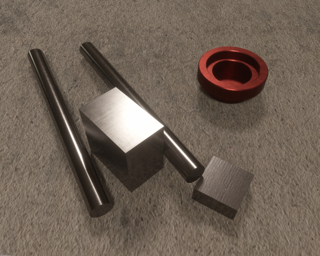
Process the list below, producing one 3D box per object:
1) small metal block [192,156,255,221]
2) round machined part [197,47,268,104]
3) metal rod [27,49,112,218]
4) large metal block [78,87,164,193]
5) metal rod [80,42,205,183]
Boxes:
[{"bbox_3d":[0.071,0.066,0.348,0.050,0.025,0.050,25,54,19],"label":"small metal block"},{"bbox_3d":[0.104,-0.074,0.456,0.099,0.042,0.098,0,50,0],"label":"round machined part"},{"bbox_3d":[-0.131,-0.015,0.413,0.025,0.025,0.300,-21,53,-17],"label":"metal rod"},{"bbox_3d":[-0.042,0.014,0.355,0.050,0.080,0.080,-36,59,-26],"label":"large metal block"},{"bbox_3d":[-0.041,-0.040,0.422,0.025,0.025,0.300,-26,51,-20],"label":"metal rod"}]
